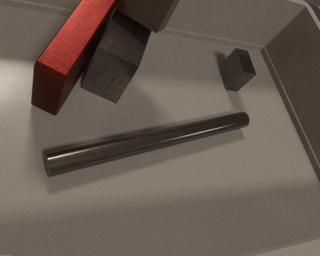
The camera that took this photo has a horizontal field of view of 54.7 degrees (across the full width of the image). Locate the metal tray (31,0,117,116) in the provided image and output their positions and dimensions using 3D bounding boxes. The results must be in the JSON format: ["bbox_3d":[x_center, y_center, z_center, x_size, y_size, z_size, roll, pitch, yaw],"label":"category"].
[{"bbox_3d":[-0.098,-0.088,0.354,0.030,0.090,0.130,28,60,-11],"label":"metal tray"}]

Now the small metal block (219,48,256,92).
[{"bbox_3d":[0.129,-0.097,0.521,0.025,0.050,0.050,5,60,-26],"label":"small metal block"}]

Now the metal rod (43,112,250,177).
[{"bbox_3d":[0.007,0.013,0.402,0.303,0.025,0.025,-12,68,-33],"label":"metal rod"}]

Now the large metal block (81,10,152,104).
[{"bbox_3d":[-0.055,-0.092,0.398,0.050,0.080,0.080,24,53,-14],"label":"large metal block"}]

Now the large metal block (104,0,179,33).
[{"bbox_3d":[-0.015,-0.174,0.372,0.080,0.080,0.050,31,27,-2],"label":"large metal block"}]
